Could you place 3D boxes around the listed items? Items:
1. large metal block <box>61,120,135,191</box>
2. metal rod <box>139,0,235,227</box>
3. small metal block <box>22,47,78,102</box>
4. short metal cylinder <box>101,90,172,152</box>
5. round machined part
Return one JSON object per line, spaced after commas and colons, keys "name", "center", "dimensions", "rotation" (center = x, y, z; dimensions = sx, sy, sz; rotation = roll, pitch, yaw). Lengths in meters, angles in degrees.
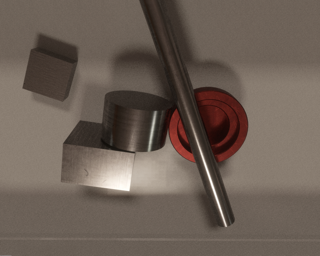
{"name": "large metal block", "center": [-0.072, 0.032, 0.393], "dimensions": [0.081, 0.080, 0.050], "rotation": [8, 110, -4]}
{"name": "metal rod", "center": [0.038, -0.009, 0.363], "dimensions": [0.025, 0.025, 0.298], "rotation": [-18, 109, 6]}
{"name": "small metal block", "center": [-0.136, -0.067, 0.385], "dimensions": [0.050, 0.025, 0.050], "rotation": [19, 109, -7]}
{"name": "short metal cylinder", "center": [-0.029, -0.011, 0.378], "dimensions": [0.081, 0.080, 0.050], "rotation": [8, 110, -4]}
{"name": "round machined part", "center": [0.059, -0.006, 0.401], "dimensions": [0.099, 0.042, 0.097], "rotation": [0, 110, -1]}
